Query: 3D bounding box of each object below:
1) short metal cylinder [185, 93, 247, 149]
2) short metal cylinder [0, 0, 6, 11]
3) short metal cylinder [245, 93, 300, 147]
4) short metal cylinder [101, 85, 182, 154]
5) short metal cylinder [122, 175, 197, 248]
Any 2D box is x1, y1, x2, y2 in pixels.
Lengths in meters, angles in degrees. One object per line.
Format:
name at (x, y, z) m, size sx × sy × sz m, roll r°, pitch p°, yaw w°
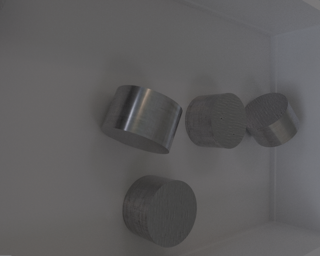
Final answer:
short metal cylinder at (0.084, -0.010, 0.460) m, size 0.081 × 0.050 × 0.080 m, roll 0°, pitch 90°, yaw -40°
short metal cylinder at (-0.171, -0.115, 0.246) m, size 0.081 × 0.050 × 0.080 m, roll 0°, pitch 90°, yaw -40°
short metal cylinder at (0.188, -0.014, 0.528) m, size 0.050 × 0.080 × 0.080 m, roll 47°, pitch 62°, yaw -30°
short metal cylinder at (-0.020, -0.008, 0.354) m, size 0.080 × 0.080 × 0.050 m, roll 30°, pitch 72°, yaw -36°
short metal cylinder at (0.000, 0.103, 0.391) m, size 0.081 × 0.050 × 0.080 m, roll 0°, pitch 90°, yaw -40°
